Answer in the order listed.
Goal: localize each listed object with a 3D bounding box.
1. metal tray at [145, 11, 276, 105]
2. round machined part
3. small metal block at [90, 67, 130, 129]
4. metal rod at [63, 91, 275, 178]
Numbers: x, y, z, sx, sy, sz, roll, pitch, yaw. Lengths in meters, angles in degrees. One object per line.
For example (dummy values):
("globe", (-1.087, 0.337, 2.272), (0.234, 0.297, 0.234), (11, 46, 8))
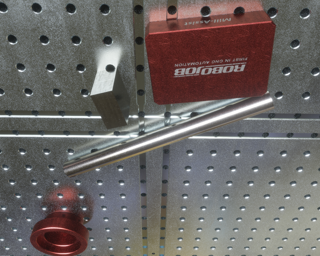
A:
("metal tray", (0.054, -0.075, 0.345), (0.131, 0.030, 0.089), (-5, 130, 3))
("round machined part", (-0.177, 0.188, 0.558), (0.099, 0.042, 0.097), (-1, 130, 0))
("small metal block", (-0.056, -0.035, 0.365), (0.025, 0.050, 0.050), (-12, 129, 9))
("metal rod", (0.001, 0.013, 0.422), (0.301, 0.025, 0.025), (-20, 128, 15))
